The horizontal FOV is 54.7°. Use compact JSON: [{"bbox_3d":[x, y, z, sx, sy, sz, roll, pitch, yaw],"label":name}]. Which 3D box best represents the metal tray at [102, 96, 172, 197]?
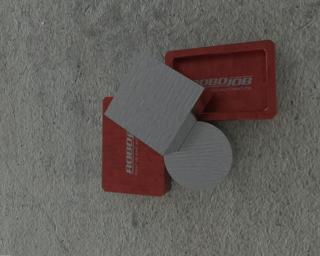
[{"bbox_3d":[-0.031,0.022,0.419,0.090,0.030,0.129,1,90,20],"label":"metal tray"}]

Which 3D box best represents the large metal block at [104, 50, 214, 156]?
[{"bbox_3d":[0.000,-0.027,0.342,0.080,0.050,0.080,34,101,16],"label":"large metal block"}]

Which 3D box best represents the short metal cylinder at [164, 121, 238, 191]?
[{"bbox_3d":[0.051,0.032,0.378,0.080,0.050,0.080,0,90,20],"label":"short metal cylinder"}]

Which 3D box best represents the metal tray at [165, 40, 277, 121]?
[{"bbox_3d":[0.073,-0.054,0.381,0.130,0.030,0.089,-2,89,19],"label":"metal tray"}]

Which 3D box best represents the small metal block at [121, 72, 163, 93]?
[{"bbox_3d":[-0.017,-0.055,0.403,0.050,0.050,0.025,1,91,20],"label":"small metal block"}]
